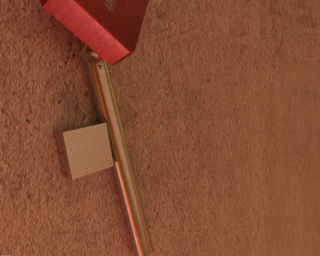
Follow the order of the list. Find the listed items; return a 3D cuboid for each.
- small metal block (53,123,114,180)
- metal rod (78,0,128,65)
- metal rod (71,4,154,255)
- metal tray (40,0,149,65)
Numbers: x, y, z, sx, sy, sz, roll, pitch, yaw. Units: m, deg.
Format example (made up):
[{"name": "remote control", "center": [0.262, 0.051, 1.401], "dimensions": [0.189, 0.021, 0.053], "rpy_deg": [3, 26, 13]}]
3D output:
[{"name": "small metal block", "center": [-0.082, 0.023, 0.337], "dimensions": [0.050, 0.025, 0.050], "rpy_deg": [-15, 100, -39]}, {"name": "metal rod", "center": [-0.020, -0.207, 0.345], "dimensions": [0.025, 0.025, 0.299], "rpy_deg": [29, 75, -37]}, {"name": "metal rod", "center": [-0.052, 0.012, 0.362], "dimensions": [0.025, 0.025, 0.298], "rpy_deg": [-21, 104, -38]}, {"name": "metal tray", "center": [-0.058, -0.140, 0.323], "dimensions": [0.090, 0.030, 0.130], "rpy_deg": [39, 44, -33]}]
